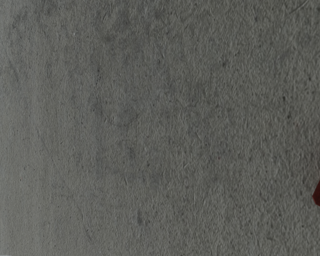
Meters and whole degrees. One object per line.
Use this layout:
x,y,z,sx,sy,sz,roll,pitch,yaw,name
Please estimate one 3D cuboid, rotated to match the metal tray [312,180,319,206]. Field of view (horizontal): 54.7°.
0.201,0.047,0.235,0.130,0.030,0.089,28,107,36,metal tray
